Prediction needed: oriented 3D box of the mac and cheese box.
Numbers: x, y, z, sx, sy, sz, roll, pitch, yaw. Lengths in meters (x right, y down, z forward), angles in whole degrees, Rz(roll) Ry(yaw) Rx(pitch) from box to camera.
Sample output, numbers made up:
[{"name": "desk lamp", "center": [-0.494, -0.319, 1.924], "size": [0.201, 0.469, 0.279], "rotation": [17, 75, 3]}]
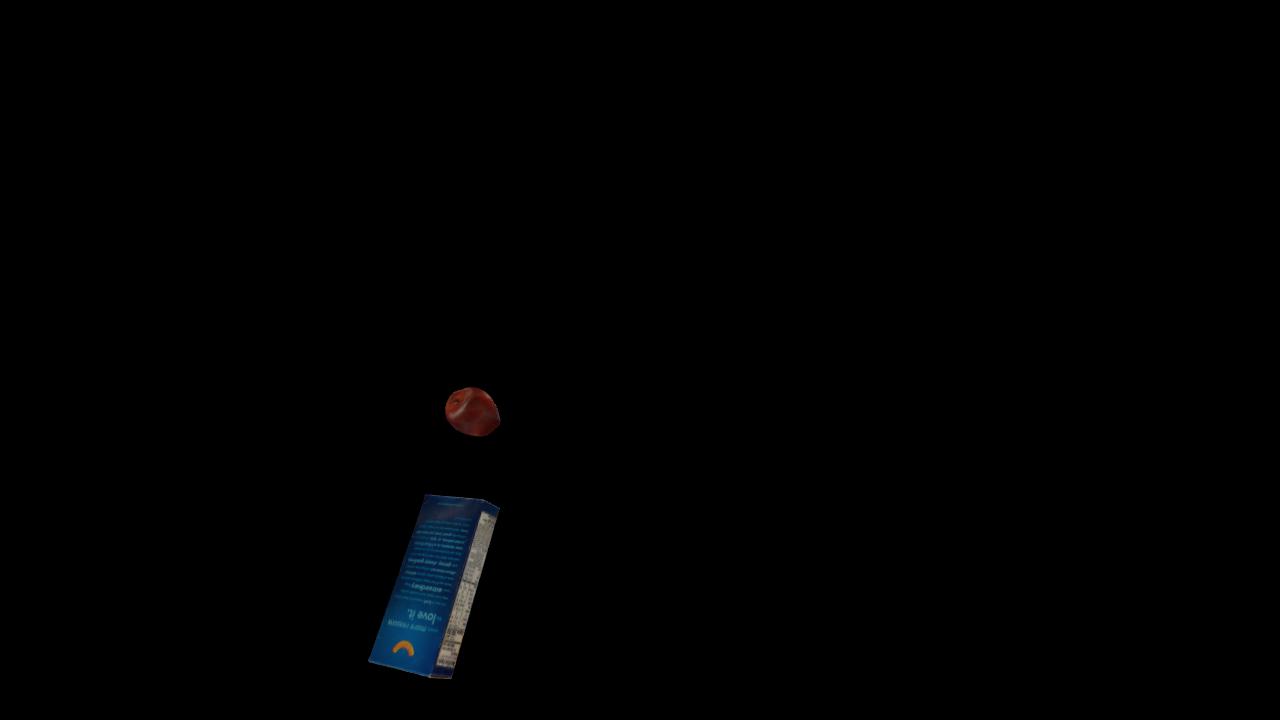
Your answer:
[{"name": "mac and cheese box", "center": [-0.226, 0.247, 0.688], "size": [0.093, 0.184, 0.041], "rotation": [-2, -29, 26]}]

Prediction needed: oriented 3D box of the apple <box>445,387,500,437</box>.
[{"name": "apple", "center": [-0.277, 0.088, 1.019], "size": [0.079, 0.079, 0.093], "rotation": [0, -31, 35]}]
